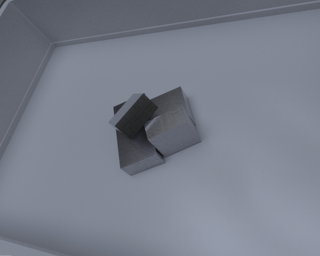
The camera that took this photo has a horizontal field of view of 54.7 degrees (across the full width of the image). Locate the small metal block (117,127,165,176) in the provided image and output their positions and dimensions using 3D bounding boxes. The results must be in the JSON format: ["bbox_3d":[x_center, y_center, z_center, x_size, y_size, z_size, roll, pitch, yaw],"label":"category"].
[{"bbox_3d":[-0.026,0.027,0.399,0.050,0.025,0.050,-22,54,14],"label":"small metal block"}]

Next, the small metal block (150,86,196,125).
[{"bbox_3d":[0.014,-0.020,0.407,0.050,0.025,0.050,-22,54,14],"label":"small metal block"}]

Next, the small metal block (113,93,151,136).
[{"bbox_3d":[-0.034,-0.013,0.428,0.050,0.025,0.050,-22,54,14],"label":"small metal block"}]

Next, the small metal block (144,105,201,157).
[{"bbox_3d":[0.016,0.005,0.375,0.050,0.050,0.025,-25,53,12],"label":"small metal block"}]

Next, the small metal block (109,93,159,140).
[{"bbox_3d":[-0.034,-0.016,0.382,0.050,0.025,0.050,-50,17,-8],"label":"small metal block"}]
